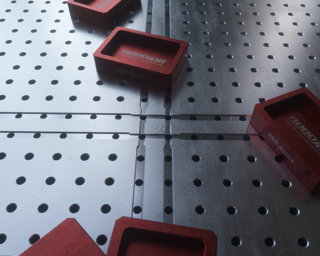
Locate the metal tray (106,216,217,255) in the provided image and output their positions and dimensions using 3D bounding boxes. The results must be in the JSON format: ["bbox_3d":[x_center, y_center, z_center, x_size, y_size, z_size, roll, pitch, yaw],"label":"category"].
[{"bbox_3d":[-0.005,0.142,0.244,0.090,0.030,0.130,8,50,6],"label":"metal tray"}]

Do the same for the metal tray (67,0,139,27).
[{"bbox_3d":[-0.108,-0.255,0.617,0.090,0.030,0.130,22,53,17],"label":"metal tray"}]

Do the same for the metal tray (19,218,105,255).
[{"bbox_3d":[-0.076,0.156,0.273,0.091,0.030,0.130,-37,59,-27],"label":"metal tray"}]

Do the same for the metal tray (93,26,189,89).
[{"bbox_3d":[-0.029,-0.116,0.501,0.130,0.030,0.090,17,52,13],"label":"metal tray"}]

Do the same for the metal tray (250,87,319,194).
[{"bbox_3d":[0.191,0.010,0.398,0.091,0.030,0.130,-19,53,-16],"label":"metal tray"}]
